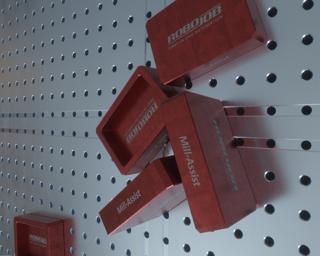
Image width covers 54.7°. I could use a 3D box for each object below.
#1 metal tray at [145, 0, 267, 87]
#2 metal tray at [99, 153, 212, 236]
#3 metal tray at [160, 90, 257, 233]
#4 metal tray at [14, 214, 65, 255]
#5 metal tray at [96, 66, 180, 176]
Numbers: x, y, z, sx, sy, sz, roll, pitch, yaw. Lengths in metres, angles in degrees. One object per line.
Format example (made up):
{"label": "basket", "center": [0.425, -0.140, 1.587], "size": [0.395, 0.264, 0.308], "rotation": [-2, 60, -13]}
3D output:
{"label": "metal tray", "center": [0.048, -0.114, 0.365], "size": [0.130, 0.030, 0.090], "rotation": [-23, 76, 37]}
{"label": "metal tray", "center": [-0.001, 0.074, 0.355], "size": [0.129, 0.091, 0.030], "rotation": [-46, 63, 38]}
{"label": "metal tray", "center": [0.052, 0.031, 0.320], "size": [0.030, 0.091, 0.129], "rotation": [-24, 75, 31]}
{"label": "metal tray", "center": [-0.234, 0.218, 0.595], "size": [0.130, 0.030, 0.089], "rotation": [-6, 86, 39]}
{"label": "metal tray", "center": [-0.029, -0.008, 0.427], "size": [0.129, 0.030, 0.090], "rotation": [-51, 61, 27]}
